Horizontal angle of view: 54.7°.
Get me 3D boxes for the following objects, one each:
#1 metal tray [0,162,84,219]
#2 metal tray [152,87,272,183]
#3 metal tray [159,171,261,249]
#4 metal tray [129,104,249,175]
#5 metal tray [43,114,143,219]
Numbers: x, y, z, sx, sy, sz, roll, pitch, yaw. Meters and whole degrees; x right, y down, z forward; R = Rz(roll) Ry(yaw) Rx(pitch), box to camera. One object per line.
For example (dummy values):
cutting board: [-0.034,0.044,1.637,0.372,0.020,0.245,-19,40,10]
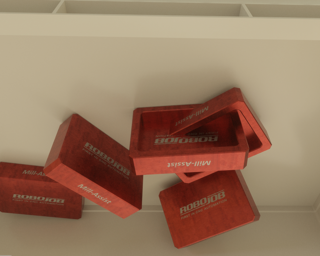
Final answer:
metal tray: [-0.187,0.101,0.489,0.131,0.030,0.089,8,130,-7]
metal tray: [0.065,0.015,0.405,0.130,0.030,0.090,-28,123,21]
metal tray: [0.069,0.115,0.463,0.130,0.090,0.030,-30,154,22]
metal tray: [0.032,0.010,0.375,0.131,0.090,0.030,-4,131,3]
metal tray: [-0.079,0.051,0.408,0.030,0.090,0.130,-35,122,26]
